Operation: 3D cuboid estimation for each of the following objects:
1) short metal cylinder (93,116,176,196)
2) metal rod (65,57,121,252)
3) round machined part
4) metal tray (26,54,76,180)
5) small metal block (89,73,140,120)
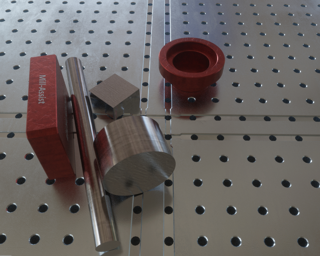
[{"bbox_3d":[-0.029,0.032,0.345,0.081,0.080,0.050,-15,52,-12],"label":"short metal cylinder"},{"bbox_3d":[-0.095,0.008,0.399,0.025,0.025,0.300,-13,51,-11],"label":"metal rod"},{"bbox_3d":[0.047,-0.093,0.476,0.099,0.042,0.098,0,50,0],"label":"round machined part"},{"bbox_3d":[-0.130,-0.015,0.376,0.030,0.089,0.130,-10,51,-8],"label":"metal tray"},{"bbox_3d":[-0.065,-0.046,0.445,0.050,0.025,0.050,34,58,25],"label":"small metal block"}]
